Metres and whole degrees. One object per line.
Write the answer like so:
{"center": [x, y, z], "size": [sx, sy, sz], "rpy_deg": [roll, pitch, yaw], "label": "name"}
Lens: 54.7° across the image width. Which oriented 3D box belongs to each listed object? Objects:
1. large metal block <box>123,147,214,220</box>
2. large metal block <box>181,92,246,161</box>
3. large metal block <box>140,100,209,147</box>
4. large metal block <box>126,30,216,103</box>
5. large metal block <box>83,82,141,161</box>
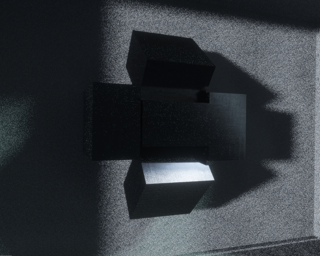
{"center": [0.007, 0.066, 0.375], "size": [0.081, 0.079, 0.050], "rpy_deg": [1, 48, -21], "label": "large metal block"}
{"center": [0.067, -0.002, 0.405], "size": [0.050, 0.080, 0.080], "rpy_deg": [1, 90, -20], "label": "large metal block"}
{"center": [0.005, -0.005, 0.382], "size": [0.081, 0.080, 0.050], "rpy_deg": [1, 90, -20], "label": "large metal block"}
{"center": [0.009, -0.075, 0.376], "size": [0.081, 0.080, 0.050], "rpy_deg": [2, 127, -20], "label": "large metal block"}
{"center": [-0.058, -0.007, 0.359], "size": [0.050, 0.080, 0.080], "rpy_deg": [1, 90, -20], "label": "large metal block"}
